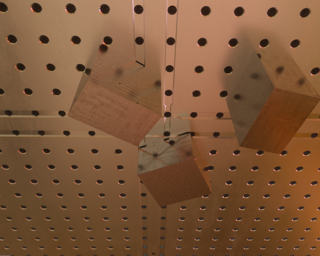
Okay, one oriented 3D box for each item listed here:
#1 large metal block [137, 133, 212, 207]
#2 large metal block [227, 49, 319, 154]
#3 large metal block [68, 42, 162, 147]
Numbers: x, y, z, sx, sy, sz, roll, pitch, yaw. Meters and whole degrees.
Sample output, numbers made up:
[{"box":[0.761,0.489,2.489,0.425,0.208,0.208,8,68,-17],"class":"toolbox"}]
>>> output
[{"box":[0.022,0.063,0.449,0.080,0.050,0.080,-18,128,14],"class":"large metal block"},{"box":[0.122,-0.030,0.352,0.050,0.080,0.079,11,129,-10],"class":"large metal block"},{"box":[-0.046,-0.038,0.343,0.080,0.080,0.050,26,125,-21],"class":"large metal block"}]
